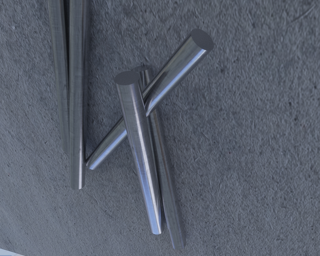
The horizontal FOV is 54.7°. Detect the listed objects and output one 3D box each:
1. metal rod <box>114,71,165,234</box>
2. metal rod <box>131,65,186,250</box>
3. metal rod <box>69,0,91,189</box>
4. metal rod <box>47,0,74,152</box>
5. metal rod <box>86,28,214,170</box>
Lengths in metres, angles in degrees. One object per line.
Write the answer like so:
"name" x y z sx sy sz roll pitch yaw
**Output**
"metal rod" -0.019 0.057 0.409 0.025 0.025 0.298 14 138 21
"metal rod" 0.004 0.059 0.440 0.025 0.025 0.298 3 120 27
"metal rod" -0.116 -0.029 0.440 0.025 0.025 0.298 21 124 16
"metal rod" -0.132 -0.091 0.420 0.025 0.025 0.298 19 126 17
"metal rod" -0.035 -0.012 0.387 0.025 0.025 0.299 44 138 -3
